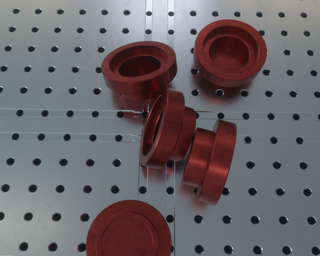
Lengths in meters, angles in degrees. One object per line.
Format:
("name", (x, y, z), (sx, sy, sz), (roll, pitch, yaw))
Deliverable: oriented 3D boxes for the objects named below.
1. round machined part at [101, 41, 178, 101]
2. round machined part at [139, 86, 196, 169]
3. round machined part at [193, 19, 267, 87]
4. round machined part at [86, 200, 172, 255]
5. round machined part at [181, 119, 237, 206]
("round machined part", (-0.025, -0.073, 0.416), (0.098, 0.042, 0.098), (-5, 44, 5))
("round machined part", (0.011, 0.003, 0.375), (0.042, 0.098, 0.098), (16, 70, -14))
("round machined part", (0.096, -0.101, 0.440), (0.099, 0.042, 0.098), (0, 70, 0))
("round machined part", (-0.036, 0.132, 0.355), (0.099, 0.042, 0.098), (0, 70, 0))
("round machined part", (0.054, 0.036, 0.360), (0.042, 0.098, 0.098), (15, 71, 5))
